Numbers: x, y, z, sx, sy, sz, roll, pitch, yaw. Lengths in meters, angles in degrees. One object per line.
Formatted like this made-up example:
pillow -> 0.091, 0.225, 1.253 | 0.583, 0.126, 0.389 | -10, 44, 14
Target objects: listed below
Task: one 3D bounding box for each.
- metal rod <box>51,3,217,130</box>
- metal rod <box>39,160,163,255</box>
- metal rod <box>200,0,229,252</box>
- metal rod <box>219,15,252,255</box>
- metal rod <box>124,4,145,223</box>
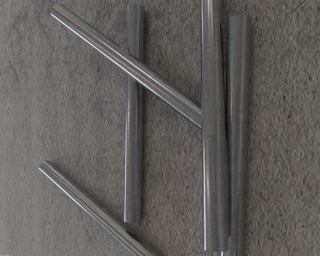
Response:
metal rod -> -0.044, -0.087, 0.409 | 0.300, 0.025, 0.025 | 39, 114, 22
metal rod -> -0.108, 0.126, 0.494 | 0.300, 0.025, 0.025 | 27, 107, 36
metal rod -> 0.057, -0.027, 0.333 | 0.025, 0.025, 0.298 | -7, 78, 40
metal rod -> 0.081, 0.031, 0.337 | 0.025, 0.025, 0.298 | 3, 92, 40
metal rod -> -0.036, -0.019, 0.434 | 0.025, 0.025, 0.298 | 2, 91, 40
